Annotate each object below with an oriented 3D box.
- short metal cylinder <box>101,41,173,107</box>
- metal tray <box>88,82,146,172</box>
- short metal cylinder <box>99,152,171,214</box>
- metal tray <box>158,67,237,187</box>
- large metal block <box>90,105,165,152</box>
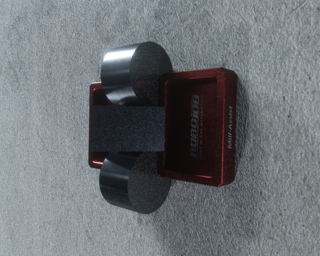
[{"bbox_3d":[-0.027,-0.066,0.393,0.050,0.081,0.079,3,92,40],"label":"short metal cylinder"},{"bbox_3d":[-0.065,-0.003,0.458,0.090,0.030,0.129,2,91,40],"label":"metal tray"},{"bbox_3d":[-0.030,0.064,0.395,0.050,0.081,0.079,3,92,40],"label":"short metal cylinder"},{"bbox_3d":[0.043,-0.002,0.369,0.090,0.030,0.129,2,91,40],"label":"metal tray"},{"bbox_3d":[-0.041,0.000,0.378,0.080,0.081,0.050,-170,81,-80],"label":"large metal block"}]
